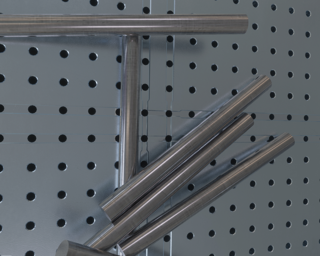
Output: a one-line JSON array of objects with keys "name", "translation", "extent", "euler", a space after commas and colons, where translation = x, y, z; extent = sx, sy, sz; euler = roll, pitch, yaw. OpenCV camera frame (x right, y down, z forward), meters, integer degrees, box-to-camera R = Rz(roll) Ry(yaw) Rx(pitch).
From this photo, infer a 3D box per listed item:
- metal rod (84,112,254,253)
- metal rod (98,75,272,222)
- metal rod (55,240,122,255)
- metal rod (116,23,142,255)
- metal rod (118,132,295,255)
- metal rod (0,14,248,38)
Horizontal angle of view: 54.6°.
[{"name": "metal rod", "translation": [0.018, 0.069, 0.400], "extent": [0.302, 0.025, 0.025], "euler": [-36, 102, -24]}, {"name": "metal rod", "translation": [0.048, 0.014, 0.413], "extent": [0.301, 0.025, 0.025], "euler": [-37, 102, -22]}, {"name": "metal rod", "translation": [0.014, 0.189, 0.381], "extent": [0.301, 0.025, 0.025], "euler": [31, 80, -31]}, {"name": "metal rod", "translation": [-0.040, 0.013, 0.397], "extent": [0.025, 0.025, 0.298], "euler": [2, 90, -20]}, {"name": "metal rod", "translation": [0.078, 0.083, 0.426], "extent": [0.302, 0.025, 0.025], "euler": [-28, 99, -23]}, {"name": "metal rod", "translation": [-0.040, -0.123, 0.371], "extent": [0.302, 0.025, 0.025], "euler": [-4, 92, -11]}]
